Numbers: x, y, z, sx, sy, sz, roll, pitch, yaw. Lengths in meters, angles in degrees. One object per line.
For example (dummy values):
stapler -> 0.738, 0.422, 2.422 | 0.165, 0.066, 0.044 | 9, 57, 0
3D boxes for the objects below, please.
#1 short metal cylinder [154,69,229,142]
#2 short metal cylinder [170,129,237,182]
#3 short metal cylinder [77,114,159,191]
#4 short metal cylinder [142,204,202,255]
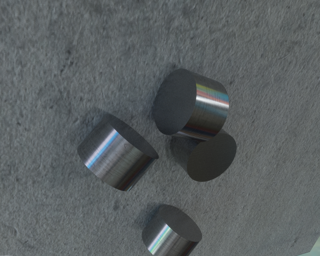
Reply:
short metal cylinder -> 0.036, -0.026, 0.376 | 0.050, 0.080, 0.079 | 13, 112, -34
short metal cylinder -> 0.062, 0.030, 0.445 | 0.081, 0.050, 0.079 | -14, 125, -21
short metal cylinder -> -0.048, 0.028, 0.363 | 0.050, 0.080, 0.080 | -49, 129, 6
short metal cylinder -> 0.019, 0.167, 0.487 | 0.080, 0.080, 0.050 | 25, 105, -37
